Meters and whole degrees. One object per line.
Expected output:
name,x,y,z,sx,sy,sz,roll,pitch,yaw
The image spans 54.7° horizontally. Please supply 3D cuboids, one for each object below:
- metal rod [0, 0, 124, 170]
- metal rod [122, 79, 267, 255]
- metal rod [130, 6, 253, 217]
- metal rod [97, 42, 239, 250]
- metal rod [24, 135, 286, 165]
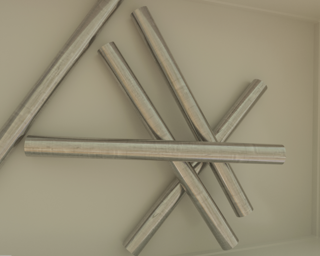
metal rod,-0.131,-0.051,0.362,0.025,0.025,0.300,36,78,-17
metal rod,0.056,0.046,0.432,0.025,0.025,0.300,44,76,-15
metal rod,0.043,-0.019,0.408,0.025,0.025,0.299,-29,93,-18
metal rod,0.012,0.025,0.396,0.025,0.025,0.299,-33,94,-17
metal rod,-0.001,0.027,0.368,0.302,0.025,0.025,2,89,-5
